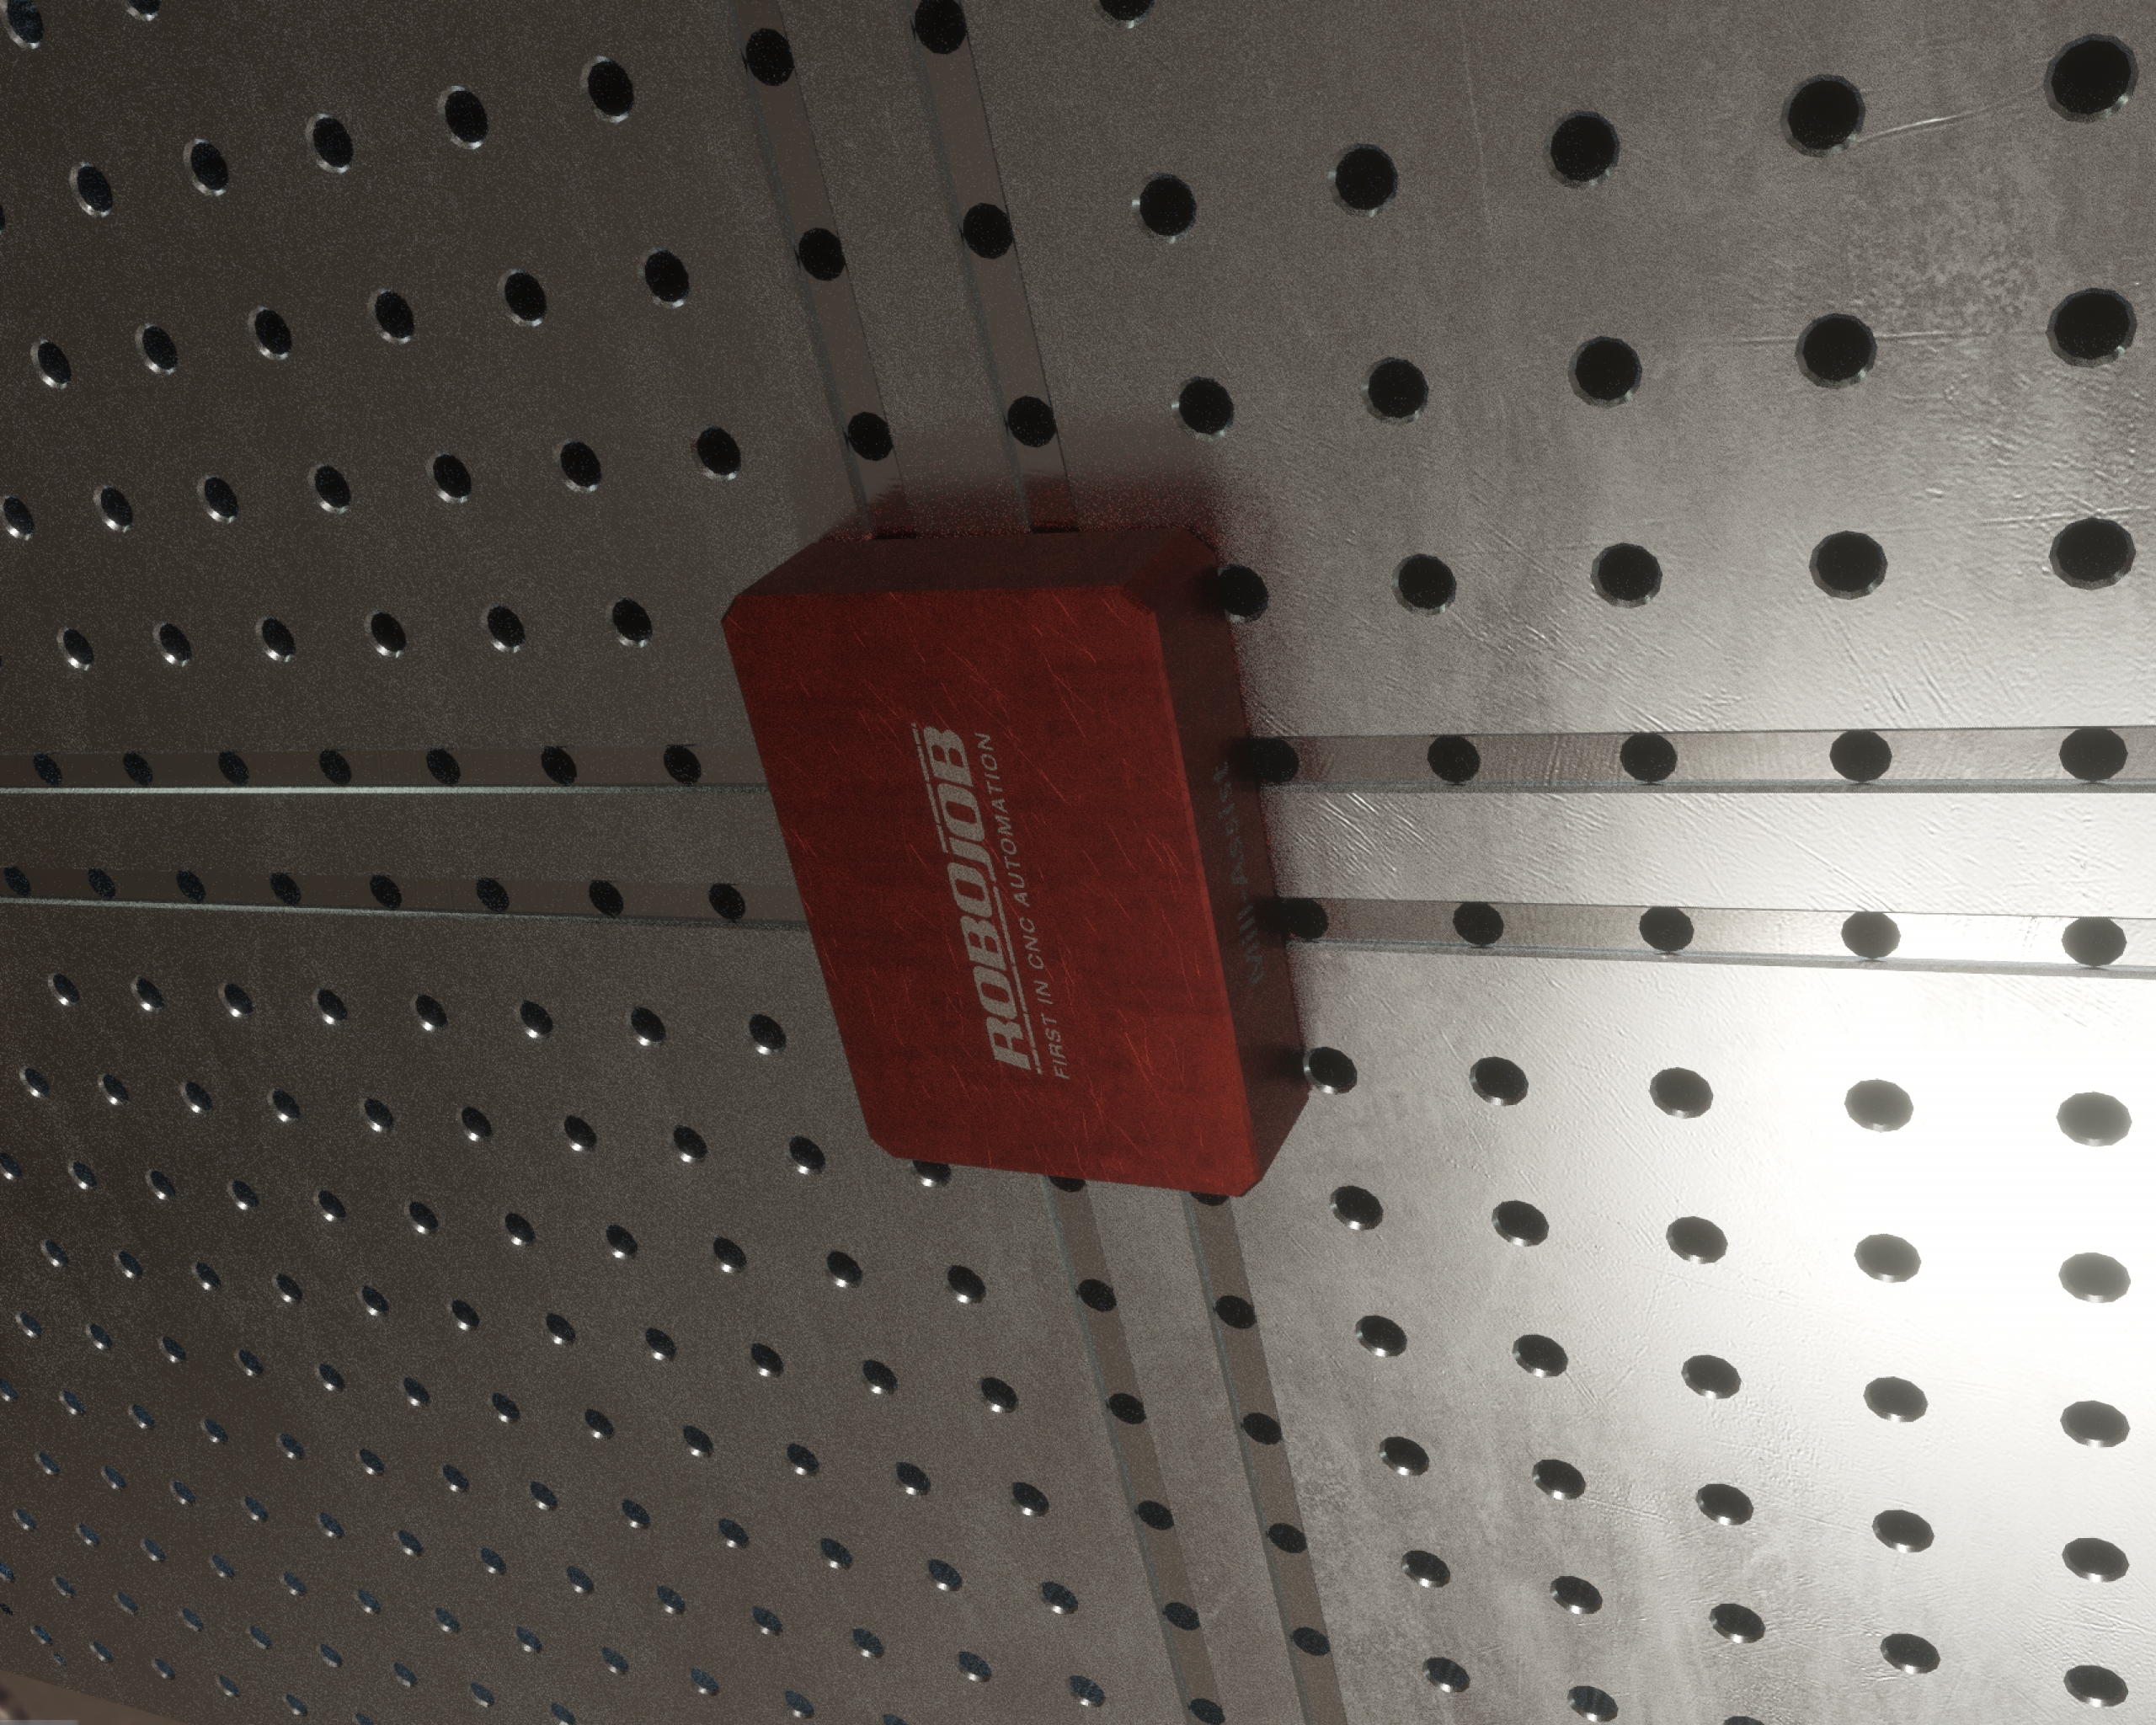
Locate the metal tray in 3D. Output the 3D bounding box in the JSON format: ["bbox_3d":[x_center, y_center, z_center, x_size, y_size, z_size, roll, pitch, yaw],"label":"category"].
[{"bbox_3d":[-0.010,0.001,0.412,0.090,0.030,0.129,2,120,27],"label":"metal tray"}]
